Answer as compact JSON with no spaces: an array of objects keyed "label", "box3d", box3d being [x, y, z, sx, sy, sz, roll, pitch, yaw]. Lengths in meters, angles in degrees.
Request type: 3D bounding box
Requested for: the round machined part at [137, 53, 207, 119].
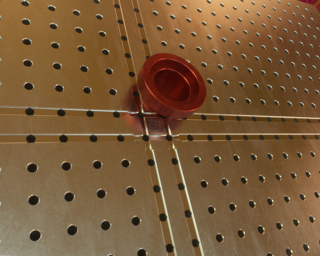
[{"label":"round machined part","box3d":[0.013,-0.055,0.440,0.099,0.042,0.098,14,56,-21]}]
